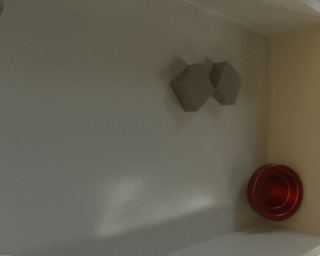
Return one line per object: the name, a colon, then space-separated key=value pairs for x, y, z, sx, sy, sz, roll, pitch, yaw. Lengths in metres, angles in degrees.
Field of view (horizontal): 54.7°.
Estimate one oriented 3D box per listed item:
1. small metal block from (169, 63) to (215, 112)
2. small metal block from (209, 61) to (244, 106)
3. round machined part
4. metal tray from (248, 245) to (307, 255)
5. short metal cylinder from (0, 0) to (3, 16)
small metal block: x=0.048 y=-0.059 z=0.449 sx=0.050 sy=0.025 sz=0.050 roll=-46 pitch=118 yaw=-30
small metal block: x=0.103 y=-0.071 z=0.496 sx=0.050 sy=0.025 sz=0.050 roll=35 pitch=69 yaw=-35
round machined part: x=0.198 y=0.112 z=0.550 sx=0.099 sy=0.042 sz=0.097 roll=0 pitch=89 yaw=-15
metal tray: x=0.172 y=0.231 z=0.511 sx=0.131 sy=0.090 sz=0.030 roll=-4 pitch=71 yaw=-40
short metal cylinder: x=-0.164 y=-0.120 z=0.234 sx=0.050 sy=0.080 sz=0.080 roll=-29 pitch=109 yaw=-37
